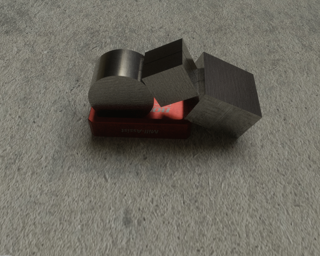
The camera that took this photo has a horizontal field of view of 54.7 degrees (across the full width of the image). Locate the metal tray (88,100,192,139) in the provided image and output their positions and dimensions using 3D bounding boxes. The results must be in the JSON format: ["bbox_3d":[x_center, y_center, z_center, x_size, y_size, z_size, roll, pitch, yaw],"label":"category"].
[{"bbox_3d":[-0.024,-0.030,0.426,0.131,0.030,0.090,2,50,1],"label":"metal tray"}]

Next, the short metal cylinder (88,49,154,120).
[{"bbox_3d":[-0.047,-0.053,0.396,0.081,0.080,0.050,1,50,0],"label":"short metal cylinder"}]

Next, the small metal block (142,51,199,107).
[{"bbox_3d":[0.013,-0.056,0.367,0.050,0.050,0.025,-16,45,21],"label":"small metal block"}]

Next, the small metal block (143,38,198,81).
[{"bbox_3d":[0.014,-0.076,0.384,0.050,0.050,0.025,-16,45,21],"label":"small metal block"}]

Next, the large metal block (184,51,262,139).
[{"bbox_3d":[0.079,-0.042,0.406,0.080,0.050,0.080,20,48,-18],"label":"large metal block"}]
